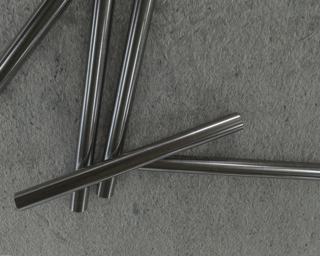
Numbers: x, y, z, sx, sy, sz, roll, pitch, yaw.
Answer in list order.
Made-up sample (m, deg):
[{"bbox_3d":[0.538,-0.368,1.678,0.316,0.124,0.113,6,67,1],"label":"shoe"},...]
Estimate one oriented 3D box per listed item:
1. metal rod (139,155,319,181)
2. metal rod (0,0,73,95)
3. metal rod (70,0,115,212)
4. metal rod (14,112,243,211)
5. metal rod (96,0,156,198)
[{"bbox_3d":[0.122,0.055,0.431,0.302,0.025,0.025,3,110,-2],"label":"metal rod"},{"bbox_3d":[-0.158,-0.105,0.369,0.025,0.025,0.299,41,105,-14],"label":"metal rod"},{"bbox_3d":[-0.090,-0.022,0.400,0.025,0.025,0.298,10,110,-4],"label":"metal rod"},{"bbox_3d":[-0.037,0.042,0.401,0.302,0.025,0.025,-20,109,-2],"label":"metal rod"},{"bbox_3d":[-0.044,-0.043,0.393,0.025,0.025,0.298,13,110,-5],"label":"metal rod"}]
